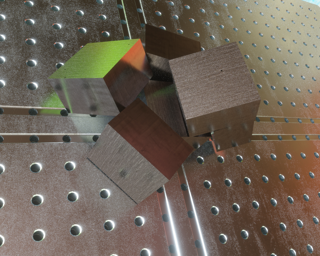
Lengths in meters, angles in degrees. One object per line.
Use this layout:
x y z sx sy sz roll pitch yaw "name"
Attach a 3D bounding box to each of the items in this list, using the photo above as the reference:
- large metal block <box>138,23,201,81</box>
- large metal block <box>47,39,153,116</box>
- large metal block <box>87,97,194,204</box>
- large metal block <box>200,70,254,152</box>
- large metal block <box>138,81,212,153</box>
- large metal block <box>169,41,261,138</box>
0.002 -0.085 0.426 0.081 0.080 0.050 12 57 -21 "large metal block"
-0.067 -0.060 0.365 0.080 0.080 0.050 -58 140 -39 "large metal block"
-0.024 0.027 0.341 0.080 0.080 0.050 43 50 1 "large metal block"
0.088 -0.023 0.423 0.050 0.080 0.080 -17 65 6 "large metal block"
0.011 -0.013 0.405 0.081 0.050 0.080 1 61 -28 "large metal block"
0.061 -0.044 0.362 0.080 0.050 0.080 -15 64 2 "large metal block"
